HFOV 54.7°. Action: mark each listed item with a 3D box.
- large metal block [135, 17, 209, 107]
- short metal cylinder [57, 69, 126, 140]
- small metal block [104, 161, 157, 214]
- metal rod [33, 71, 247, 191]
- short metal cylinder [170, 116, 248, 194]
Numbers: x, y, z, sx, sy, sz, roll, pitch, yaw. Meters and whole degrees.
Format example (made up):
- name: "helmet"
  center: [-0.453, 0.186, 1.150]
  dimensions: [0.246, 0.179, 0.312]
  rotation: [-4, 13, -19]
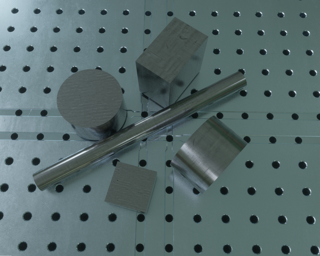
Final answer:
- name: "large metal block"
  center: [0.015, -0.082, 0.409]
  dimensions: [0.050, 0.080, 0.080]
  rotation: [35, 74, 11]
- name: "short metal cylinder"
  center: [-0.087, -0.029, 0.404]
  dimensions: [0.081, 0.050, 0.080]
  rotation: [0, 70, 0]
- name: "small metal block"
  center: [-0.034, 0.074, 0.381]
  dimensions: [0.050, 0.025, 0.050]
  rotation: [14, 71, 5]
- name: "metal rod"
  center: [-0.018, 0.000, 0.408]
  dimensions: [0.302, 0.025, 0.025]
  rotation: [-27, 73, -10]
- name: "short metal cylinder"
  center: [0.058, 0.032, 0.368]
  dimensions: [0.050, 0.080, 0.080]
  rotation: [42, 75, 13]
